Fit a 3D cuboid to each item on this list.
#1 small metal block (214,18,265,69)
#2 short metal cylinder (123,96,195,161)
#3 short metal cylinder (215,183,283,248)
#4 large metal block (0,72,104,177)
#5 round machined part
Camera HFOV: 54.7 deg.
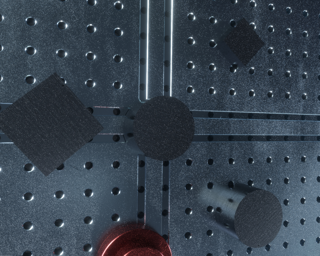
[{"bbox_3d":[0.118,-0.124,0.457,0.050,0.025,0.050,46,76,-15],"label":"small metal block"},{"bbox_3d":[-0.003,0.000,0.399,0.081,0.050,0.079,0,90,-21],"label":"short metal cylinder"},{"bbox_3d":[0.128,0.124,0.448,0.081,0.050,0.079,0,90,-21],"label":"short metal cylinder"},{"bbox_3d":[-0.125,-0.004,0.354,0.080,0.050,0.080,-42,104,-15],"label":"large metal block"},{"bbox_3d":[-0.029,0.178,0.394,0.099,0.042,0.097,0,90,-21],"label":"round machined part"}]
